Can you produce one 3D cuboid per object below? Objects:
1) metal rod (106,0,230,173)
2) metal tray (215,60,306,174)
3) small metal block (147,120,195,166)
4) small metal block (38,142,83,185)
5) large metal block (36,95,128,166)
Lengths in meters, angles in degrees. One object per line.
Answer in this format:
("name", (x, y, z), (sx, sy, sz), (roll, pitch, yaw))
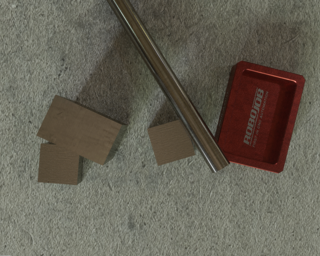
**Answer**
("metal rod", (-0.002, -0.079, 0.394), (0.025, 0.025, 0.299), (-31, 84, 0))
("metal tray", (0.128, -0.014, 0.409), (0.091, 0.030, 0.129), (14, 90, -1))
("small metal block", (0.014, 0.018, 0.410), (0.050, 0.025, 0.050), (-16, 90, -1))
("small metal block", (-0.129, 0.046, 0.408), (0.050, 0.025, 0.050), (5, 90, 0))
("large metal block", (-0.089, 0.002, 0.381), (0.080, 0.080, 0.050), (25, 90, -1))
